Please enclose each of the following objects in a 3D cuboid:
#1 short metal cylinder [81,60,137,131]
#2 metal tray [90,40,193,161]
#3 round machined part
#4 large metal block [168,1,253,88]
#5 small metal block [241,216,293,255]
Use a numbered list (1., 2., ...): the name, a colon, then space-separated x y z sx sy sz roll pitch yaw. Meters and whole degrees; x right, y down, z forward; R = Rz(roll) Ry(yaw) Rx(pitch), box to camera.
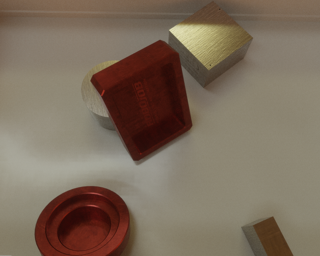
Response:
1. short metal cylinder: -0.058 -0.042 0.411 0.081 0.050 0.080 0 70 0
2. metal tray: -0.014 -0.026 0.362 0.090 0.130 0.030 -31 51 -11
3. round machined part: -0.082 0.115 0.343 0.099 0.042 0.098 1 39 0
4. large metal block: 0.069 -0.118 0.441 0.080 0.050 0.080 -37 75 -13
5. small metal block: 0.121 0.130 0.350 0.025 0.050 0.050 -21 72 -8
